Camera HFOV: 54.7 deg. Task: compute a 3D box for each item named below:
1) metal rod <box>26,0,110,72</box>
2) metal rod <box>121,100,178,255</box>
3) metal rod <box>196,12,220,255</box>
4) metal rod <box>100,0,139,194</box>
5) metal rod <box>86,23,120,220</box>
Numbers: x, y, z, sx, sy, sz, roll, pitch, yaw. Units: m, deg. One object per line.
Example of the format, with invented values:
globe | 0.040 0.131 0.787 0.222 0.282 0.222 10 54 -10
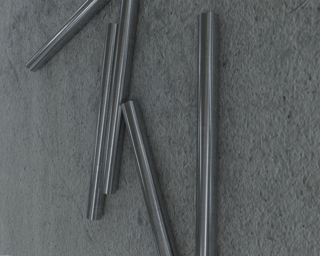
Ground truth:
metal rod | -0.146 -0.176 0.525 0.299 0.025 0.025 -27 73 36
metal rod | -0.005 0.107 0.409 0.025 0.025 0.299 -24 75 37
metal rod | 0.055 0.020 0.359 0.025 0.025 0.298 1 91 40
metal rod | -0.059 -0.051 0.453 0.025 0.025 0.298 12 98 39
metal rod | -0.085 -0.006 0.475 0.025 0.025 0.298 12 98 39
